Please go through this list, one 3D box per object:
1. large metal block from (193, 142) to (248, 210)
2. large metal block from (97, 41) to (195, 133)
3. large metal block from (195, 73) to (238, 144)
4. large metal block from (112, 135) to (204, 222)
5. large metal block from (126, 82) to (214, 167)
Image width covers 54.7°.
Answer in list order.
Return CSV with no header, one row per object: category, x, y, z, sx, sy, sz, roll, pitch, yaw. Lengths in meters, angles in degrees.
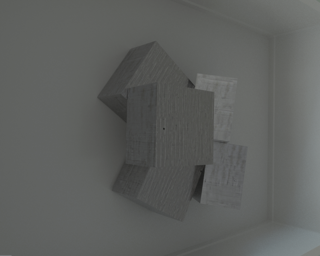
large metal block,0.080,0.064,0.430,0.050,0.080,0.080,9,82,0
large metal block,-0.014,-0.045,0.379,0.080,0.050,0.080,44,64,-32
large metal block,0.068,-0.021,0.420,0.080,0.050,0.080,63,36,-81
large metal block,0.000,0.061,0.387,0.080,0.050,0.080,37,67,-34
large metal block,0.012,-0.001,0.333,0.081,0.050,0.080,3,87,-39
